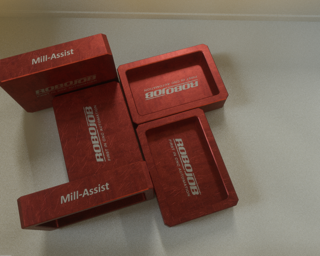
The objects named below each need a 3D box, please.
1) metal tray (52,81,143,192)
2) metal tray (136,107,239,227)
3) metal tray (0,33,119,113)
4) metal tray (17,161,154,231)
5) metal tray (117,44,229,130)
[{"bbox_3d":[-0.079,0.011,0.399,0.091,0.030,0.130,-16,71,-6],"label":"metal tray"},{"bbox_3d":[0.031,0.047,0.388,0.091,0.030,0.130,-16,71,-6],"label":"metal tray"},{"bbox_3d":[-0.122,-0.066,0.394,0.131,0.090,0.030,-17,71,-7],"label":"metal tray"},{"bbox_3d":[-0.073,0.078,0.343,0.131,0.090,0.030,-16,71,-6],"label":"metal tray"},{"bbox_3d":[0.016,-0.057,0.426,0.131,0.030,0.090,-16,71,-6],"label":"metal tray"}]
